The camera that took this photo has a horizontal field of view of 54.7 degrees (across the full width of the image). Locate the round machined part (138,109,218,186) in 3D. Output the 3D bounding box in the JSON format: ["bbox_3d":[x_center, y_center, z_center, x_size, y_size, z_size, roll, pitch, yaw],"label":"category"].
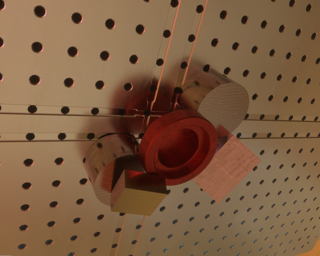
[{"bbox_3d":[0.019,0.020,0.385,0.099,0.042,0.097,-14,124,-21],"label":"round machined part"}]

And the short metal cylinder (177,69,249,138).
[{"bbox_3d":[0.070,-0.032,0.413,0.081,0.050,0.079,-14,124,-21],"label":"short metal cylinder"}]

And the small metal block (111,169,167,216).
[{"bbox_3d":[-0.026,0.077,0.364,0.050,0.025,0.050,13,132,-21],"label":"small metal block"}]

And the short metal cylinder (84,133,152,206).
[{"bbox_3d":[-0.051,0.054,0.400,0.081,0.050,0.079,-14,124,-21],"label":"short metal cylinder"}]

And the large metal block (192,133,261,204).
[{"bbox_3d":[0.086,0.050,0.445,0.050,0.080,0.080,43,95,-5],"label":"large metal block"}]
